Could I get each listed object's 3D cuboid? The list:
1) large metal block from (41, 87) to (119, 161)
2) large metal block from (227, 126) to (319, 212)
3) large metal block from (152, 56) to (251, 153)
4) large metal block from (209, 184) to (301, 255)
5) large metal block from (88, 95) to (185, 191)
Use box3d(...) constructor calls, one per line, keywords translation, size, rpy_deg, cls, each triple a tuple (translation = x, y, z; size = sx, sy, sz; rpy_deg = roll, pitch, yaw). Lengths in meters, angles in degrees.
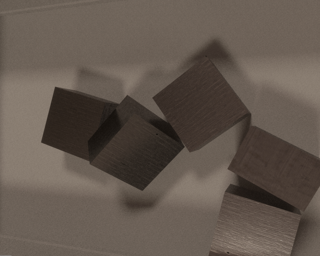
box3d(translation=(-0.108, -0.006, 0.434), size=(0.080, 0.050, 0.080), rpy_deg=(18, 96, 18), cls="large metal block")
box3d(translation=(0.127, 0.038, 0.337), size=(0.080, 0.080, 0.050), rpy_deg=(29, 100, 17), cls="large metal block")
box3d(translation=(0.052, -0.027, 0.378), size=(0.080, 0.050, 0.080), rpy_deg=(-37, 79, 16), cls="large metal block")
box3d(translation=(0.109, 0.119, 0.359), size=(0.080, 0.050, 0.079), rpy_deg=(15, 95, 19), cls="large metal block")
box3d(translation=(-0.031, 0.020, 0.385), size=(0.080, 0.050, 0.080), rpy_deg=(34, 106, -30), cls="large metal block")
